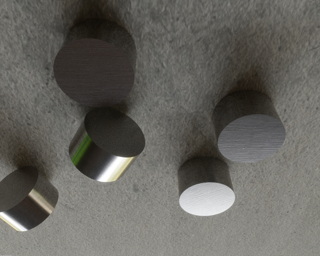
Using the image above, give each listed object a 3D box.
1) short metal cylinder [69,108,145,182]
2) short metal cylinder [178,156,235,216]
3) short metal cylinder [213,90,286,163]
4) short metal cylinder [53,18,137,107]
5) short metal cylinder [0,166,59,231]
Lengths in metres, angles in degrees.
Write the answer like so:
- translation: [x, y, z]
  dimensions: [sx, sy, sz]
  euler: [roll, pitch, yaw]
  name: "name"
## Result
- translation: [-0.066, 0.020, 0.387]
  dimensions: [0.080, 0.080, 0.050]
  euler: [24, 126, -20]
  name: "short metal cylinder"
- translation: [0.068, 0.088, 0.467]
  dimensions: [0.081, 0.050, 0.079]
  euler: [0, 130, 0]
  name: "short metal cylinder"
- translation: [0.110, -0.001, 0.391]
  dimensions: [0.081, 0.050, 0.079]
  euler: [0, 130, 0]
  name: "short metal cylinder"
- translation: [-0.066, -0.069, 0.331]
  dimensions: [0.081, 0.050, 0.079]
  euler: [0, 130, 0]
  name: "short metal cylinder"
- translation: [-0.199, 0.103, 0.456]
  dimensions: [0.080, 0.080, 0.050]
  euler: [-17, 128, 14]
  name: "short metal cylinder"
